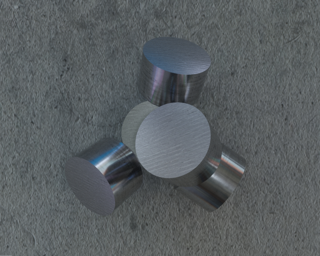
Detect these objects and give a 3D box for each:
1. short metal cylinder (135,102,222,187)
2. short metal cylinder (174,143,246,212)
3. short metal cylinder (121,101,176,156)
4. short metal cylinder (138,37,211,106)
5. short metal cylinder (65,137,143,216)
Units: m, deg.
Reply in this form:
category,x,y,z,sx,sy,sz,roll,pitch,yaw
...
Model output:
category,x,y,z,sx,sy,sz,roll,pitch,yaw
short metal cylinder,0.021,0.019,0.332,0.080,0.050,0.080,-8,67,21
short metal cylinder,0.061,0.056,0.384,0.050,0.080,0.080,35,90,0
short metal cylinder,-0.006,0.006,0.398,0.081,0.050,0.080,0,90,-1
short metal cylinder,0.016,-0.068,0.377,0.080,0.080,0.050,14,133,0
short metal cylinder,-0.068,0.058,0.377,0.080,0.050,0.079,19,125,29
